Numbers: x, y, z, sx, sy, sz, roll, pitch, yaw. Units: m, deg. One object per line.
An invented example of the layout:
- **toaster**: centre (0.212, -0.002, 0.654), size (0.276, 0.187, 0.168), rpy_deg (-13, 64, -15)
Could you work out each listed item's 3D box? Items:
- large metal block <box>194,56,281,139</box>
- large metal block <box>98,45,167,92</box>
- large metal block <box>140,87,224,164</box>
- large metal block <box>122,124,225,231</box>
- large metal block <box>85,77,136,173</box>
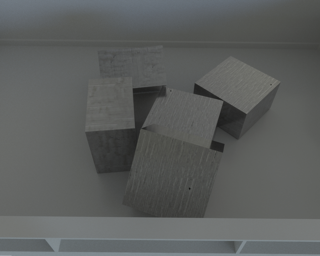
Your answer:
- **large metal block**: centre (0.102, -0.044, 0.425), size (0.080, 0.050, 0.080), rpy_deg (36, 58, 26)
- **large metal block**: centre (-0.037, -0.075, 0.423), size (0.081, 0.080, 0.050), rpy_deg (-6, 92, -5)
- **large metal block**: centre (0.028, 0.001, 0.388), size (0.080, 0.050, 0.080), rpy_deg (15, 52, 12)
- **large metal block**: centre (0.016, 0.047, 0.320), size (0.080, 0.079, 0.050), rpy_deg (16, 10, 11)
- **large metal block**: centre (-0.055, -0.003, 0.370), size (0.050, 0.080, 0.080), rpy_deg (-4, 50, -4)
